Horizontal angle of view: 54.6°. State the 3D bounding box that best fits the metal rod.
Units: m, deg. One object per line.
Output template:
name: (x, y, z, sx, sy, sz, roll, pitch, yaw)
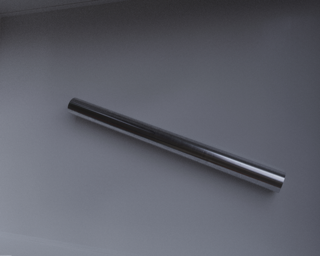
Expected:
metal rod: (0.007, 0.016, 0.406, 0.301, 0.025, 0.025, 20, 97, 19)
